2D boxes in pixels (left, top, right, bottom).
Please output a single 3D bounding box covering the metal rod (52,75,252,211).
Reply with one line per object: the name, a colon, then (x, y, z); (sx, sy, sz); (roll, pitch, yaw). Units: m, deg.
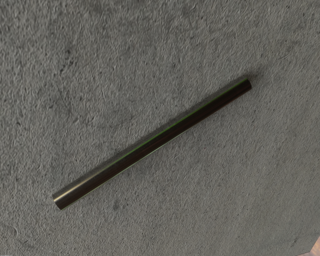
metal rod: (-0.005, 0.016, 0.418); (0.301, 0.025, 0.025); (-32, 129, -8)
